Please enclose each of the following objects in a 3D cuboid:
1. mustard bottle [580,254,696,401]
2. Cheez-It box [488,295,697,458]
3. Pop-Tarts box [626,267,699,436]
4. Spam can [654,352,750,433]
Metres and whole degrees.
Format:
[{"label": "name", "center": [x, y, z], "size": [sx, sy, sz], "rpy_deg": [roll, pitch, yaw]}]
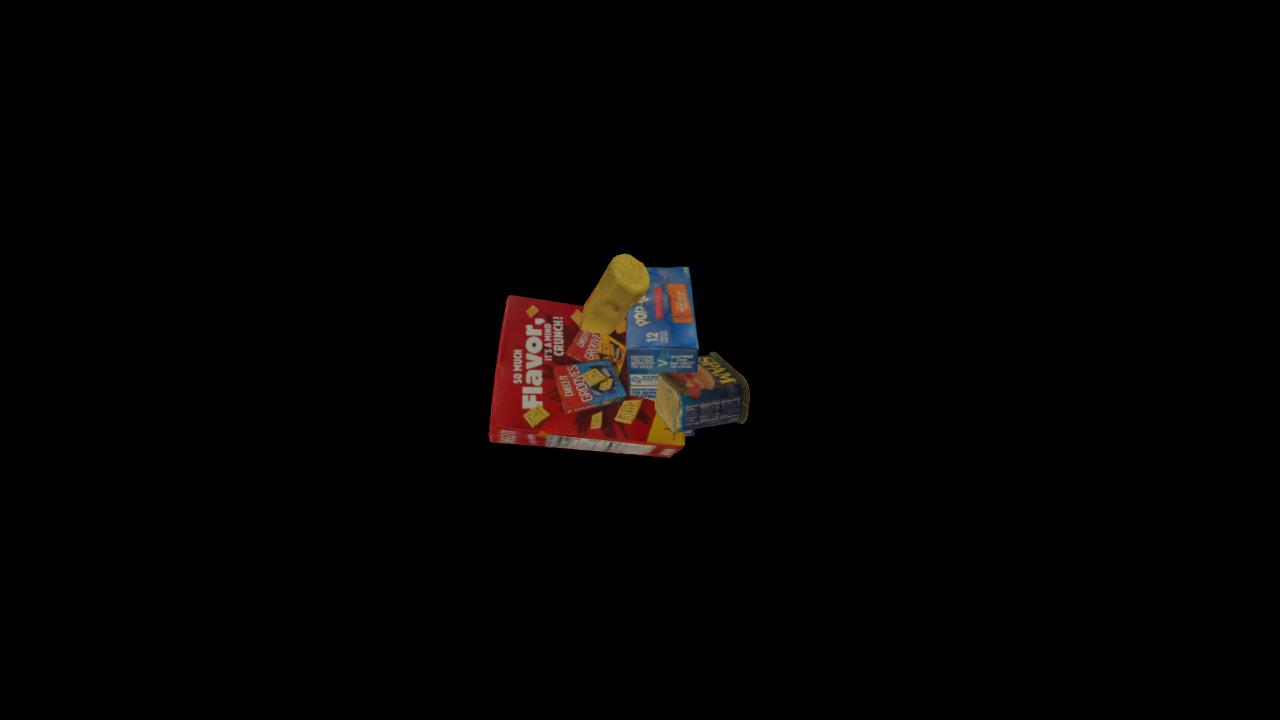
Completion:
[{"label": "mustard bottle", "center": [-0.058, -0.040, 0.761], "size": [0.054, 0.184, 0.092], "rpy_deg": [29, 29, -16]}, {"label": "Cheez-It box", "center": [-0.059, 0.023, 0.735], "size": [0.223, 0.166, 0.071], "rpy_deg": [7, -25, -12]}, {"label": "Pop-Tarts box", "center": [0.026, -0.013, 0.763], "size": [0.083, 0.141, 0.167], "rpy_deg": [-2, 40, 1]}, {"label": "Spam can", "center": [0.062, 0.036, 0.694], "size": [0.085, 0.058, 0.101], "rpy_deg": [-8, 26, -18]}]
